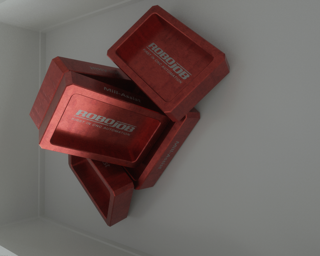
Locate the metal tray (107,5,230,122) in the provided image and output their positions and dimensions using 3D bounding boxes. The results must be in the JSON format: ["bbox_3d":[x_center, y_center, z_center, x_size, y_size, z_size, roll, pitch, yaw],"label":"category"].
[{"bbox_3d":[0.006,-0.081,0.372,0.090,0.030,0.130,-44,60,2],"label":"metal tray"}]

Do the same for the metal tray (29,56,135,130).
[{"bbox_3d":[-0.090,-0.038,0.407,0.030,0.131,0.089,48,119,30],"label":"metal tray"}]

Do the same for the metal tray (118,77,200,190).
[{"bbox_3d":[-0.016,0.006,0.412,0.090,0.030,0.129,46,117,29],"label":"metal tray"}]

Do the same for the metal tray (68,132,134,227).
[{"bbox_3d":[-0.091,0.067,0.451,0.130,0.030,0.089,47,142,29],"label":"metal tray"}]

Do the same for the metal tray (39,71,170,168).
[{"bbox_3d":[-0.065,-0.004,0.372,0.089,0.131,0.030,-57,34,24],"label":"metal tray"}]
